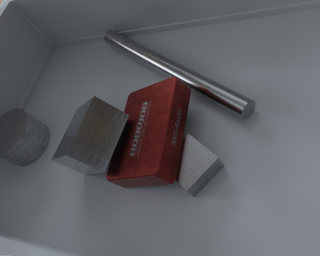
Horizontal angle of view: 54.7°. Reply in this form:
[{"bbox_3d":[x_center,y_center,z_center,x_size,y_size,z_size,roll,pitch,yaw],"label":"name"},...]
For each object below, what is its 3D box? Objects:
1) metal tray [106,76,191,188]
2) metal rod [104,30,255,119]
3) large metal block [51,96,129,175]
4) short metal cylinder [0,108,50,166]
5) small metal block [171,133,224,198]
[{"bbox_3d":[-0.013,0.006,0.387,0.090,0.030,0.130,-14,54,42],"label":"metal tray"},{"bbox_3d":[0.008,-0.091,0.455,0.025,0.025,0.300,-49,52,-6],"label":"metal rod"},{"bbox_3d":[-0.093,0.013,0.406,0.080,0.050,0.080,-18,47,58],"label":"large metal block"},{"bbox_3d":[-0.226,0.015,0.496,0.080,0.050,0.080,-13,56,20],"label":"short metal cylinder"},{"bbox_3d":[0.036,0.043,0.359,0.050,0.025,0.050,-46,52,-4],"label":"small metal block"}]
